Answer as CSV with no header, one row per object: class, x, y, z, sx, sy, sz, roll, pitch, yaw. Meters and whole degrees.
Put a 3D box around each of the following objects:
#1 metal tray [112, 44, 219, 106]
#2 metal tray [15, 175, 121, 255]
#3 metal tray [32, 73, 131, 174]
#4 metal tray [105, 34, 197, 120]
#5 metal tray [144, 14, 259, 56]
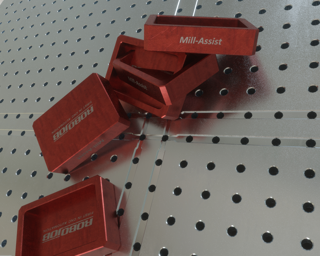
metal tray,0.004,-0.086,0.426,0.090,0.030,0.130,-37,40,-17
metal tray,-0.118,0.124,0.388,0.130,0.030,0.090,-23,53,13
metal tray,-0.116,-0.005,0.444,0.130,0.030,0.090,-36,64,13
metal tray,-0.019,-0.074,0.435,0.130,0.030,0.089,25,100,36
metal tray,0.049,-0.120,0.393,0.131,0.030,0.090,3,27,1
